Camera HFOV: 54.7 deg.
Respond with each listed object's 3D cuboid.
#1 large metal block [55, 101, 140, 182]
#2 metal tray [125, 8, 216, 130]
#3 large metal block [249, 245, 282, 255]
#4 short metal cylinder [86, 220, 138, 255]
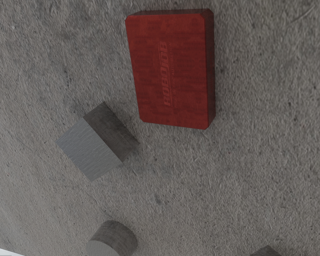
[{"bbox_3d":[-0.091,0.021,0.452,0.080,0.050,0.080,-34,100,38],"label":"large metal block"},{"bbox_3d":[0.015,-0.065,0.355,0.090,0.030,0.129,7,122,24],"label":"metal tray"},{"bbox_3d":[0.158,0.229,0.449,0.080,0.050,0.080,38,129,2],"label":"large metal block"},{"bbox_3d":[-0.089,0.219,0.573,0.080,0.050,0.079,13,124,21],"label":"short metal cylinder"}]
